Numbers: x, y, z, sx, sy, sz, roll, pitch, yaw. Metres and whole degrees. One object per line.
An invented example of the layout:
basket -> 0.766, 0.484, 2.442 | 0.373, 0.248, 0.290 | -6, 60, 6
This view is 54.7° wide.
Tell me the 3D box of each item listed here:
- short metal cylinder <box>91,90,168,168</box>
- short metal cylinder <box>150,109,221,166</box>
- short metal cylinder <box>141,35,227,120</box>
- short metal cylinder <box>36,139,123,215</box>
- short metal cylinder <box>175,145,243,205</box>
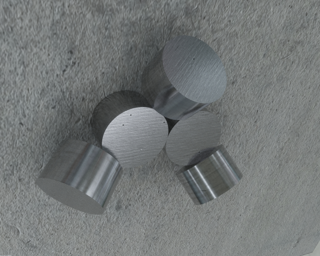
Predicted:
short metal cylinder -> -0.037, 0.001, 0.372 | 0.081, 0.050, 0.079 | -14, 124, -21
short metal cylinder -> 0.033, 0.003, 0.412 | 0.081, 0.050, 0.079 | -14, 124, -21
short metal cylinder -> 0.026, -0.055, 0.345 | 0.081, 0.080, 0.050 | 1, 160, -29
short metal cylinder -> -0.089, 0.056, 0.351 | 0.080, 0.080, 0.050 | 55, 46, -39
short metal cylinder -> 0.069, 0.066, 0.443 | 0.080, 0.080, 0.050 | -32, 87, -7
